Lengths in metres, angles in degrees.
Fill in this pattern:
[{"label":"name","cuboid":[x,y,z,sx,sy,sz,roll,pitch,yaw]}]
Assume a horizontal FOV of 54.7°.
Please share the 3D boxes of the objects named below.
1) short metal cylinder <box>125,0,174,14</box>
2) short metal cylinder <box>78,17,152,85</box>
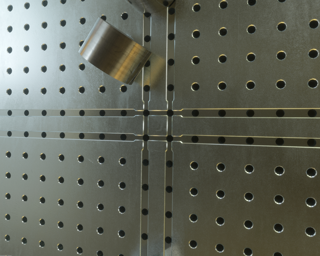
[{"label":"short metal cylinder","cuboid":[-0.019,-0.198,0.406,0.080,0.050,0.079,0,90,20]},{"label":"short metal cylinder","cuboid":[-0.057,-0.099,0.404,0.080,0.080,0.050,38,102,16]}]
